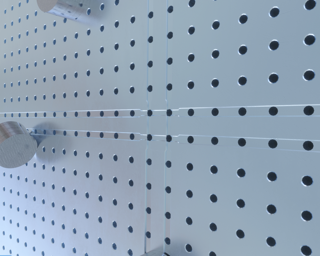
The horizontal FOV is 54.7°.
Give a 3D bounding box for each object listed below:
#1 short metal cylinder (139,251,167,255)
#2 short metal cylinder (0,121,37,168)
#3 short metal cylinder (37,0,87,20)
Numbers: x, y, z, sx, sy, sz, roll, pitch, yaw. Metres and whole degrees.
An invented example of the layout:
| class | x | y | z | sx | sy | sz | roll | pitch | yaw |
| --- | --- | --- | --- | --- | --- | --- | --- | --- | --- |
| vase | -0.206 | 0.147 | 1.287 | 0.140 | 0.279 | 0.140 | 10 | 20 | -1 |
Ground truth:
| class | x | y | z | sx | sy | sz | roll | pitch | yaw |
| --- | --- | --- | --- | --- | --- | --- | --- | --- | --- |
| short metal cylinder | -0.017 | 0.210 | 0.407 | 0.080 | 0.050 | 0.079 | 0 | 90 | 40 |
| short metal cylinder | -0.295 | 0.033 | 0.618 | 0.050 | 0.081 | 0.079 | 37 | 113 | 34 |
| short metal cylinder | -0.169 | -0.233 | 0.533 | 0.080 | 0.050 | 0.079 | 0 | 90 | 40 |
